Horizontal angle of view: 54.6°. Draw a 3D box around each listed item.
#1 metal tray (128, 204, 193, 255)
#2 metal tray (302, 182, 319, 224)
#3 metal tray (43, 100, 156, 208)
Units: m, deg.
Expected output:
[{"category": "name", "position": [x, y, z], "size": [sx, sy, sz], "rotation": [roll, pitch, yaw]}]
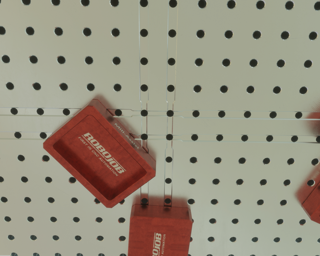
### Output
[{"category": "metal tray", "position": [-0.003, 0.184, 0.478], "size": [0.090, 0.030, 0.129], "rotation": [5, 110, -2]}, {"category": "metal tray", "position": [0.283, 0.090, 0.445], "size": [0.090, 0.030, 0.129], "rotation": [25, 108, -9]}, {"category": "metal tray", "position": [-0.079, 0.038, 0.423], "size": [0.090, 0.030, 0.130], "rotation": [-38, 106, 13]}]
